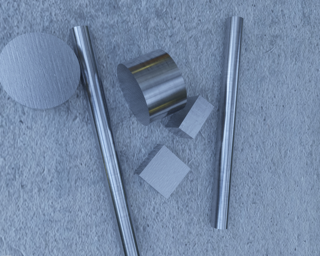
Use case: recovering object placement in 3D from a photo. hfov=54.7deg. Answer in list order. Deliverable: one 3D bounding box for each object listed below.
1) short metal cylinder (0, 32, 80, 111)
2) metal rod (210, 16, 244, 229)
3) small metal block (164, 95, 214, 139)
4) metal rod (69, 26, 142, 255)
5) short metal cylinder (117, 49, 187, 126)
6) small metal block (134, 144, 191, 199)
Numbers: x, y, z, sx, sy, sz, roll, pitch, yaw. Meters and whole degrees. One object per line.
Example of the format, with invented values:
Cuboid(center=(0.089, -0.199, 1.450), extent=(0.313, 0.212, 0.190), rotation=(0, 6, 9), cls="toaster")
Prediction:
Cuboid(center=(-0.133, -0.060, 0.346), extent=(0.081, 0.050, 0.079), rotation=(0, 90, -20), cls="short metal cylinder")
Cuboid(center=(0.096, -0.008, 0.444), extent=(0.025, 0.025, 0.298), rotation=(5, 88, -20), cls="metal rod")
Cuboid(center=(0.037, -0.014, 0.409), extent=(0.025, 0.050, 0.050), rotation=(37, 78, -17), cls="small metal block")
Cuboid(center=(-0.065, 0.026, 0.384), extent=(0.025, 0.025, 0.298), rotation=(-14, 95, -20), cls="metal rod")
Cuboid(center=(-0.011, -0.049, 0.376), extent=(0.050, 0.080, 0.080), rotation=(-26, 99, -18), cls="short metal cylinder")
Cuboid(center=(0.003, 0.057, 0.410), extent=(0.050, 0.025, 0.050), rotation=(43, 76, -15), cls="small metal block")
